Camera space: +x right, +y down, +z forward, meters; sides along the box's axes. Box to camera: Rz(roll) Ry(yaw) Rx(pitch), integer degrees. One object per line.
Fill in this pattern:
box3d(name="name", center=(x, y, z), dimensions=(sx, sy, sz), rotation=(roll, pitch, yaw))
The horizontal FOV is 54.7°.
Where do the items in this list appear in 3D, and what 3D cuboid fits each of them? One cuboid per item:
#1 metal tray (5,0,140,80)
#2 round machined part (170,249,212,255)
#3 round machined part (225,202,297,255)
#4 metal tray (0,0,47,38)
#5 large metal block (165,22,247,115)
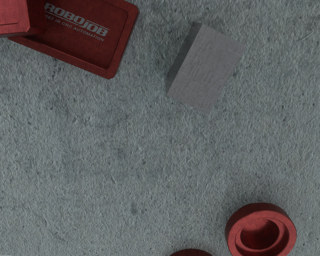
box3d(name="metal tray", center=(-0.099, -0.123, 0.360), dimensions=(0.131, 0.030, 0.089), rotation=(21, 109, -8))
box3d(name="round machined part", center=(0.050, 0.245, 0.492), dimensions=(0.099, 0.042, 0.097), rotation=(0, 110, -1))
box3d(name="round machined part", center=(0.145, 0.151, 0.459), dimensions=(0.099, 0.042, 0.097), rotation=(0, 110, -1))
box3d(name="metal tray", center=(-0.190, -0.142, 0.328), dimensions=(0.131, 0.030, 0.089), rotation=(0, 103, 15))
box3d(name="large metal block", center=(0.047, -0.072, 0.355), dimensions=(0.050, 0.080, 0.080), rotation=(24, 108, -9))
